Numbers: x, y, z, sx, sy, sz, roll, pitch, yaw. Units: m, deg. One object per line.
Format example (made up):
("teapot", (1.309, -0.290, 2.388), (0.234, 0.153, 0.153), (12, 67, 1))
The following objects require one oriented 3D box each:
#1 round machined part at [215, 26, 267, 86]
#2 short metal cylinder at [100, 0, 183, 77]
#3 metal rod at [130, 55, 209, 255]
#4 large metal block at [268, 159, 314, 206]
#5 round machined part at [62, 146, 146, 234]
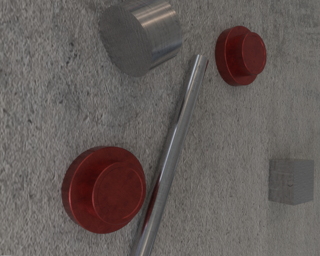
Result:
("round machined part", (0.139, -0.119, 0.510), (0.099, 0.042, 0.097), (0, 90, -40))
("short metal cylinder", (-0.022, -0.104, 0.350), (0.050, 0.080, 0.080), (-38, 113, -34))
("metal rod", (0.015, 0.037, 0.416), (0.025, 0.025, 0.299), (29, 72, -37))
("large metal block", (0.257, 0.102, 0.604), (0.081, 0.050, 0.080), (3, 88, -40))
("round machined part", (-0.055, 0.070, 0.348), (0.099, 0.042, 0.097), (0, 90, -40))
